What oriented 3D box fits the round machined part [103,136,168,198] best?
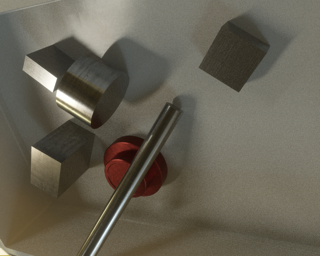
[{"bbox_3d":[-0.042,0.064,0.458,0.098,0.042,0.097,13,124,20],"label":"round machined part"}]

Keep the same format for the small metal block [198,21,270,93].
[{"bbox_3d":[0.077,-0.074,0.322,0.050,0.025,0.050,33,129,6],"label":"small metal block"}]

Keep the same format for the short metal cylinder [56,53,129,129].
[{"bbox_3d":[-0.082,-0.046,0.386,0.050,0.080,0.079,32,128,7],"label":"short metal cylinder"}]

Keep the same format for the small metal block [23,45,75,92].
[{"bbox_3d":[-0.144,-0.081,0.416,0.050,0.050,0.025,37,129,3],"label":"small metal block"}]

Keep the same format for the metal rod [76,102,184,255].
[{"bbox_3d":[-0.055,0.099,0.419,0.025,0.025,0.298,32,104,7],"label":"metal rod"}]

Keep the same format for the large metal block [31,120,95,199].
[{"bbox_3d":[-0.150,0.047,0.479,0.050,0.080,0.079,28,128,10],"label":"large metal block"}]
